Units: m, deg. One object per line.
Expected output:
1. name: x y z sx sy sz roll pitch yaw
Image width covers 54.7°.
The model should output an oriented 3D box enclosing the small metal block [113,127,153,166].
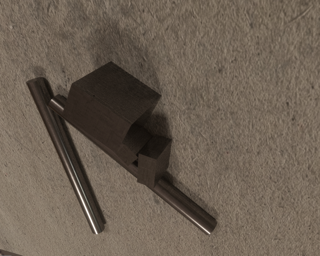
1. small metal block: -0.042 0.014 0.420 0.050 0.050 0.025 46 129 -4

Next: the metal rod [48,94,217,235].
1. metal rod: -0.041 0.053 0.459 0.300 0.025 0.025 39 129 1

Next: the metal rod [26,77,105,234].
1. metal rod: -0.151 0.060 0.520 0.025 0.025 0.298 -1 118 28

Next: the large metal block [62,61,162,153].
1. large metal block: -0.057 -0.029 0.382 0.080 0.080 0.050 35 129 4

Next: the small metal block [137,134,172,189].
1. small metal block: -0.007 0.044 0.421 0.025 0.050 0.050 18 125 17
